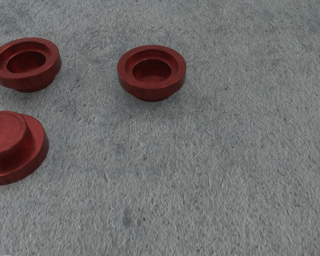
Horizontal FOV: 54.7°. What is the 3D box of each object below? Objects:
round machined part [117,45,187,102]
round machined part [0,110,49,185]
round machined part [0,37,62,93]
[{"bbox_3d":[-0.011,-0.076,0.456,0.099,0.042,0.098,0,50,0],"label":"round machined part"},{"bbox_3d":[-0.191,0.017,0.376,0.099,0.042,0.098,0,50,0],"label":"round machined part"},{"bbox_3d":[-0.198,-0.091,0.467,0.099,0.042,0.098,0,50,0],"label":"round machined part"}]
